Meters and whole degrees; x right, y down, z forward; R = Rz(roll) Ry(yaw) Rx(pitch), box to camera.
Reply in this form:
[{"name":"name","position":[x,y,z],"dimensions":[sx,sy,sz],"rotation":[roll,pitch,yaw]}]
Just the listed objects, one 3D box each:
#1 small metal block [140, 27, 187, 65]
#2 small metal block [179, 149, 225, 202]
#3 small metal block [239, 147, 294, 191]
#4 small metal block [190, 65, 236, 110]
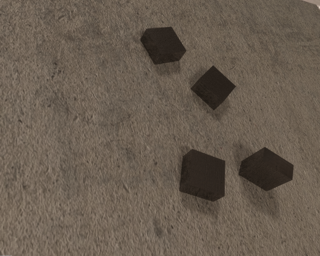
[{"name":"small metal block","position":[0.005,-0.130,0.488],"dimensions":[0.050,0.025,0.050],"rotation":[-18,71,-35]},{"name":"small metal block","position":[0.055,0.061,0.398],"dimensions":[0.050,0.025,0.050],"rotation":[21,54,-16]},{"name":"small metal block","position":[0.148,0.059,0.434],"dimensions":[0.050,0.050,0.025],"rotation":[31,52,-9]},{"name":"small metal block","position":[0.085,-0.064,0.491],"dimensions":[0.050,0.025,0.050],"rotation":[43,51,1]}]
